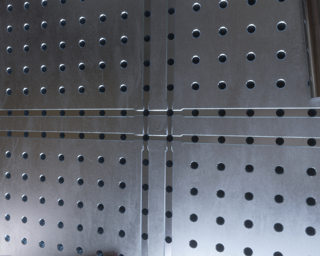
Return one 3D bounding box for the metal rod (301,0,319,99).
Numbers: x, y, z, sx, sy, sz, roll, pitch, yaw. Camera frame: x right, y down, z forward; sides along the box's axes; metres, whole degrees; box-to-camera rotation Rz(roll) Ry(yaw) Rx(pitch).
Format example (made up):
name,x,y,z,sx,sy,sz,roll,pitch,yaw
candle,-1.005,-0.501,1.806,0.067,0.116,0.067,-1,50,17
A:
name,x,y,z,sx,sy,sz,roll,pitch,yaw
metal rod,0.171,-0.183,0.352,0.025,0.025,0.298,-5,88,20
